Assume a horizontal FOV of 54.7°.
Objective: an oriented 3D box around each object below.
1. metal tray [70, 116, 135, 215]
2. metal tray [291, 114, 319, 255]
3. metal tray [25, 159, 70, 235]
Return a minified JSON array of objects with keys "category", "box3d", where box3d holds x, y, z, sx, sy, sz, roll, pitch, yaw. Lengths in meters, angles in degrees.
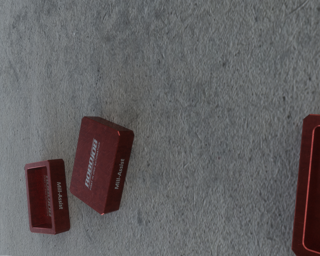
[{"category":"metal tray","box3d":[-0.092,0.055,0.478,0.090,0.030,0.129,21,103,38]},{"category":"metal tray","box3d":[0.168,0.055,0.262,0.090,0.030,0.129,6,94,39]},{"category":"metal tray","box3d":[-0.211,0.127,0.575,0.090,0.030,0.129,-12,82,39]}]
